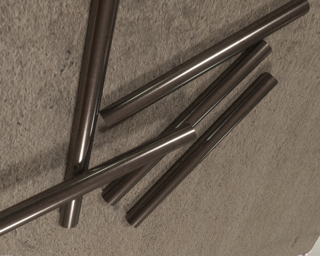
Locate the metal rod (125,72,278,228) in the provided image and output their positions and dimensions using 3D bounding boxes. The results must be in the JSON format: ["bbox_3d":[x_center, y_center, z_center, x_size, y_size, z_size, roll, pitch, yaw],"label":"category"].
[{"bbox_3d":[0.059,0.035,0.462,0.300,0.025,0.025,-46,130,4],"label":"metal rod"}]

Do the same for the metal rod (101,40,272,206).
[{"bbox_3d":[0.035,-0.006,0.423,0.300,0.025,0.025,-44,130,2],"label":"metal rod"}]

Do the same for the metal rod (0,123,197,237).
[{"bbox_3d":[-0.092,0.066,0.364,0.302,0.025,0.025,-25,128,-14],"label":"metal rod"}]

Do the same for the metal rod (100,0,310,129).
[{"bbox_3d":[0.062,-0.086,0.388,0.301,0.025,0.025,-31,129,-9],"label":"metal rod"}]

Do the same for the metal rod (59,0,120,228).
[{"bbox_3d":[-0.086,-0.004,0.357,0.025,0.025,0.298,1,118,-29],"label":"metal rod"}]
